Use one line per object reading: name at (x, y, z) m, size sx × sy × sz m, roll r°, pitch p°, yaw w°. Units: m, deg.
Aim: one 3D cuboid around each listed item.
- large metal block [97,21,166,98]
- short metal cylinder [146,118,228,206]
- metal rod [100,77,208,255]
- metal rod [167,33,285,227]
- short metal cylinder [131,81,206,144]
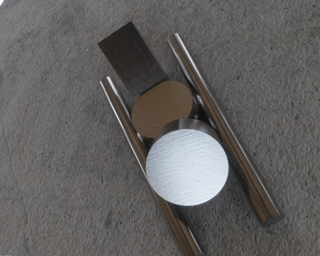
large metal block at (-0.034, -0.093, 0.425) m, size 0.050 × 0.080 × 0.080 m, roll -32°, pitch 10°, yaw 8°
short metal cylinder at (0.028, 0.034, 0.327) m, size 0.080 × 0.080 × 0.050 m, roll -28°, pitch 10°, yaw 10°
metal rod at (-0.024, 0.029, 0.399) m, size 0.025 × 0.025 × 0.300 m, roll -35°, pitch 51°, yaw 5°
metal rod at (0.065, -0.023, 0.385) m, size 0.025 × 0.025 × 0.299 m, roll -28°, pitch 52°, yaw 10°
short metal cylinder at (0.011, -0.012, 0.391) m, size 0.080 × 0.050 × 0.080 m, roll -13°, pitch 56°, yaw 21°
